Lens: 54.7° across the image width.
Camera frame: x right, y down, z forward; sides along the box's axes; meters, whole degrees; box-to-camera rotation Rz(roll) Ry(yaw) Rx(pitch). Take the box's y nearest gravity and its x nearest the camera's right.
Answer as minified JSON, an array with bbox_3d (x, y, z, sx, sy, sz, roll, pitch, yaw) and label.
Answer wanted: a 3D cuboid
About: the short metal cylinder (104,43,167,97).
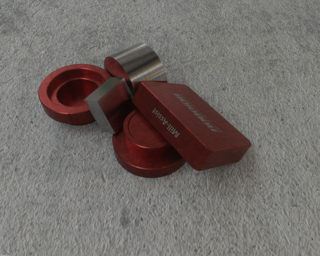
[{"bbox_3d":[-0.034,-0.071,0.429,0.050,0.080,0.080,-31,57,-23],"label":"short metal cylinder"}]

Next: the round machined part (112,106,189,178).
[{"bbox_3d":[-0.010,0.010,0.385,0.099,0.042,0.098,0,50,0],"label":"round machined part"}]

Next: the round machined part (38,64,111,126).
[{"bbox_3d":[-0.111,-0.041,0.427,0.099,0.042,0.098,0,50,0],"label":"round machined part"}]

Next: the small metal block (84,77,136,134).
[{"bbox_3d":[-0.059,-0.029,0.389,0.025,0.050,0.050,9,45,39],"label":"small metal block"}]

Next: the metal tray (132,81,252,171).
[{"bbox_3d":[0.037,-0.008,0.380,0.091,0.030,0.130,-4,41,-46],"label":"metal tray"}]
